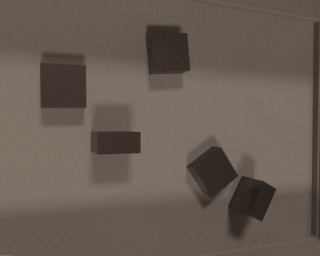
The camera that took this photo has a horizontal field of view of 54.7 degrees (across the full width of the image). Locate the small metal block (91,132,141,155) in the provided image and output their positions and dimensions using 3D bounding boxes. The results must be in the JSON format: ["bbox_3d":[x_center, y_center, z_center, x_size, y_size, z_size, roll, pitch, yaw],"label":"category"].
[{"bbox_3d":[-0.055,0.017,0.378,0.050,0.050,0.025,0,90,-20],"label":"small metal block"}]

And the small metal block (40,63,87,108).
[{"bbox_3d":[-0.115,-0.049,0.368,0.050,0.025,0.050,-1,91,-21],"label":"small metal block"}]

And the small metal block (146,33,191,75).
[{"bbox_3d":[0.011,-0.099,0.415,0.050,0.025,0.050,-6,92,-20],"label":"small metal block"}]

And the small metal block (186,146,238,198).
[{"bbox_3d":[0.074,0.062,0.440,0.050,0.025,0.050,-36,102,-17],"label":"small metal block"}]

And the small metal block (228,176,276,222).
[{"bbox_3d":[0.132,0.101,0.448,0.025,0.050,0.050,31,80,-18],"label":"small metal block"}]
